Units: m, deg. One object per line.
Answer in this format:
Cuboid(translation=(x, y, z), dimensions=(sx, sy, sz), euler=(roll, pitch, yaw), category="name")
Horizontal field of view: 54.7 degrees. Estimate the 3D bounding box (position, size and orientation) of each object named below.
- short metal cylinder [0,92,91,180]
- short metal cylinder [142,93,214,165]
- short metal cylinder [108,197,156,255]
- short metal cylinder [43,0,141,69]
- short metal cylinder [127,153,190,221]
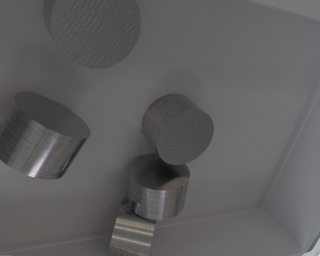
Cuboid(translation=(-0.119, 0.007, 0.312), dimensions=(0.080, 0.080, 0.050), euler=(26, 104, -37), category="short metal cylinder")
Cuboid(translation=(0.023, 0.001, 0.405), dimensions=(0.081, 0.050, 0.079), euler=(-14, 124, -21), category="short metal cylinder")
Cuboid(translation=(-0.036, 0.142, 0.432), dimensions=(0.050, 0.080, 0.079), euler=(14, 115, 0), category="short metal cylinder")
Cuboid(translation=(-0.065, -0.103, 0.293), dimensions=(0.081, 0.050, 0.079), euler=(-14, 124, -21), category="short metal cylinder")
Cuboid(translation=(-0.003, 0.077, 0.419), dimensions=(0.081, 0.080, 0.050), euler=(-8, 122, -24), category="short metal cylinder")
